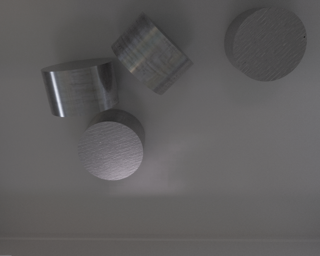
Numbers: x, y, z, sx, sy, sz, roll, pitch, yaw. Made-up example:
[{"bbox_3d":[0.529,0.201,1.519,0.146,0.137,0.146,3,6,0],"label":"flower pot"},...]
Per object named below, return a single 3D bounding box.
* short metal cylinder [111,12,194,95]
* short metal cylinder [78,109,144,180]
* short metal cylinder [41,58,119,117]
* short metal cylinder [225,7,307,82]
[{"bbox_3d":[-0.008,-0.083,0.351,0.080,0.080,0.050,42,105,-14],"label":"short metal cylinder"},{"bbox_3d":[-0.061,0.021,0.405,0.081,0.050,0.079,0,110,0],"label":"short metal cylinder"},{"bbox_3d":[-0.092,-0.050,0.363,0.080,0.080,0.050,-6,110,2],"label":"short metal cylinder"},{"bbox_3d":[0.120,-0.099,0.362,0.081,0.050,0.079,0,110,0],"label":"short metal cylinder"}]
